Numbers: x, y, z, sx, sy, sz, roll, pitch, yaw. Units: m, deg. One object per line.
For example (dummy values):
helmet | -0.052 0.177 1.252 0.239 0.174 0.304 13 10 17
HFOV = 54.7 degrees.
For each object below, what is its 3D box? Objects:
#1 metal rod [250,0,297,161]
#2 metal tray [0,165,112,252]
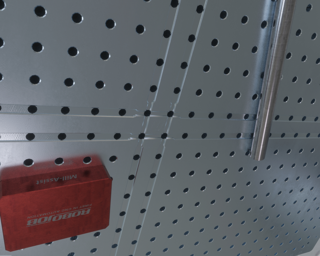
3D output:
metal rod | 0.165 -0.078 0.452 0.025 0.025 0.298 -15 125 -20
metal tray | -0.131 0.102 0.399 0.131 0.030 0.089 -6 121 -25
